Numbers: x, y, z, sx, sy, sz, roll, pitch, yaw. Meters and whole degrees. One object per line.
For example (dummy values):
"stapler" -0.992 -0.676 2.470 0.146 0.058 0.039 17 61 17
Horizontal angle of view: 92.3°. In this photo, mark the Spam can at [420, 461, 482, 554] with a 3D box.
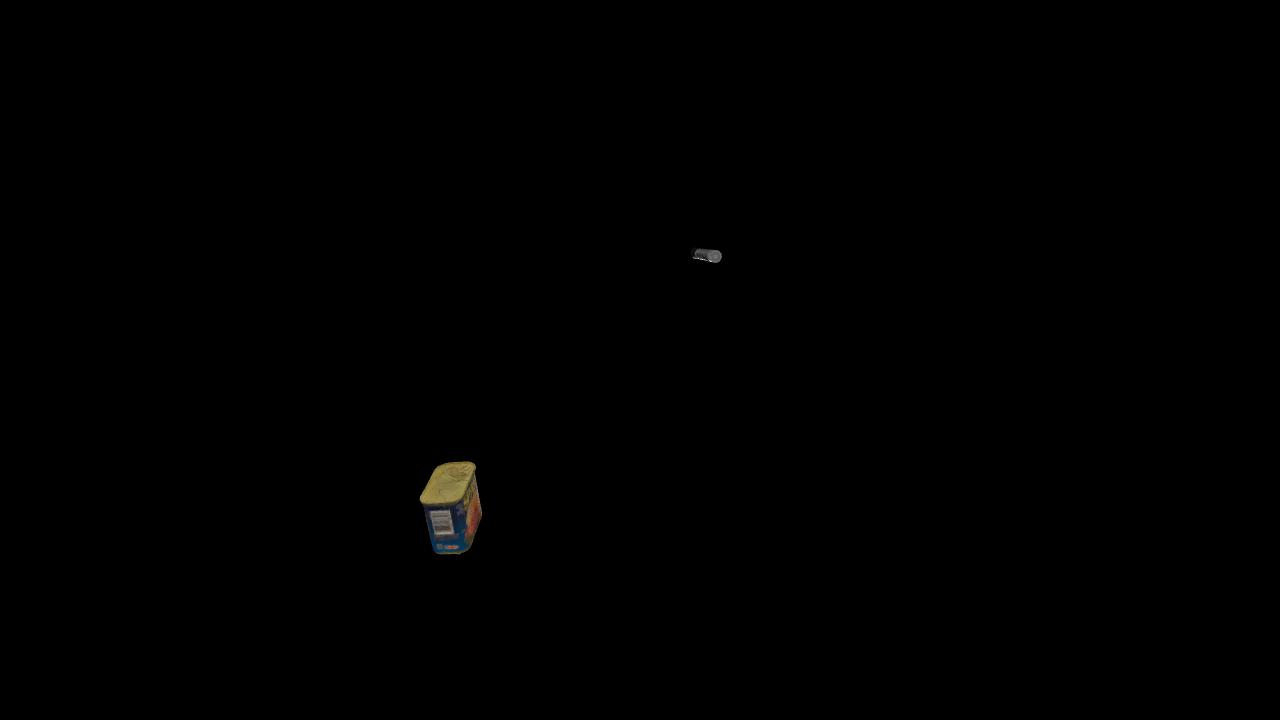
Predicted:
"Spam can" -0.255 0.201 0.841 0.058 0.085 0.101 -2 22 0

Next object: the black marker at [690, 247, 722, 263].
"black marker" 0.101 -0.165 0.960 0.020 0.020 0.121 0 12 -10
